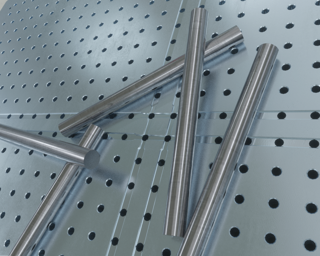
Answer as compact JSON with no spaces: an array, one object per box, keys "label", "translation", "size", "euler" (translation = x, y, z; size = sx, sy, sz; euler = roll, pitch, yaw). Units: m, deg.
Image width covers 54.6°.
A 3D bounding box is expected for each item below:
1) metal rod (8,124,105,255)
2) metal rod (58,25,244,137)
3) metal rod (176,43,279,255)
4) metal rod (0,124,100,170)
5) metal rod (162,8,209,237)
[{"label":"metal rod","translation":[-0.161,0.127,0.416],"size":[0.025,0.025,0.300],"euler":[17,71,35]},{"label":"metal rod","translation":[-0.020,-0.064,0.458],"size":[0.300,0.025,0.025],"euler":[-27,52,11]},{"label":"metal rod","translation":[0.078,0.029,0.350],"size":[0.025,0.025,0.300],"euler":[13,68,33]},{"label":"metal rod","translation":[-0.200,0.020,0.482],"size":[0.300,0.025,0.025],"euler":[10,67,39]},{"label":"metal rod","translation":[0.035,-0.023,0.384],"size":[0.025,0.025,0.299],"euler":[-3,66,27]}]
